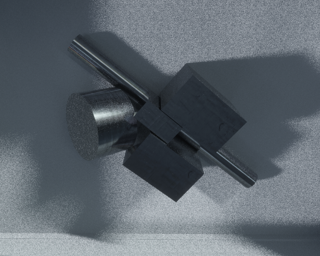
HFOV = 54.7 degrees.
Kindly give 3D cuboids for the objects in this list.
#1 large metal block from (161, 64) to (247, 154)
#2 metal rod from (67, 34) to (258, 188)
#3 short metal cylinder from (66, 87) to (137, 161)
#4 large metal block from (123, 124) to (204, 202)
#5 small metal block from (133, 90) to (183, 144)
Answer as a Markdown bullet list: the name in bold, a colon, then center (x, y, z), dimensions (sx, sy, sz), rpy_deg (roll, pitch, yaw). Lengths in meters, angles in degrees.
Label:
- **large metal block**: center (0.048, -0.027, 0.372), dimensions (0.080, 0.080, 0.050), rpy_deg (38, 105, -13)
- **metal rod**: center (0.013, -0.014, 0.406), dimensions (0.301, 0.025, 0.025), rpy_deg (37, 106, -13)
- **short metal cylinder**: center (-0.071, -0.006, 0.371), dimensions (0.050, 0.080, 0.079), rpy_deg (-15, 116, -37)
- **large metal block**: center (0.004, 0.034, 0.394), dimensions (0.080, 0.080, 0.050), rpy_deg (37, 106, -13)
- **small metal block**: center (-0.002, -0.015, 0.367), dimensions (0.050, 0.050, 0.025), rpy_deg (39, 105, -14)
